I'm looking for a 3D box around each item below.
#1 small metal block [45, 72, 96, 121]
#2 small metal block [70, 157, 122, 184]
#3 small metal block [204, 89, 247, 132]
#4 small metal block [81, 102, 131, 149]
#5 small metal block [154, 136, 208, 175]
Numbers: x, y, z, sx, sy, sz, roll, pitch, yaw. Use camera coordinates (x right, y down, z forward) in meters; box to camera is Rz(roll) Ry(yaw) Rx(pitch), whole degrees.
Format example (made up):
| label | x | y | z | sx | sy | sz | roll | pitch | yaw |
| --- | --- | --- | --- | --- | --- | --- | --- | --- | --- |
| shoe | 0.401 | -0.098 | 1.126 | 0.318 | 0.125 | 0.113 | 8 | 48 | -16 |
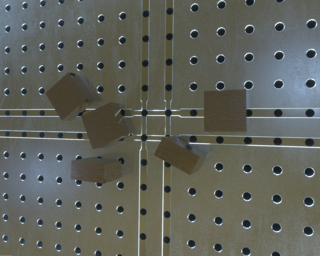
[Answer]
| label | x | y | z | sx | sy | sz | roll | pitch | yaw |
| --- | --- | --- | --- | --- | --- | --- | --- | --- | --- |
| small metal block | -0.132 | -0.046 | 0.458 | 0.050 | 0.025 | 0.050 | -37 | 79 | 16 |
| small metal block | -0.087 | 0.057 | 0.429 | 0.050 | 0.050 | 0.025 | 4 | 92 | 19 |
| small metal block | 0.082 | -0.021 | 0.383 | 0.050 | 0.025 | 0.050 | 0 | 90 | 19 |
| small metal block | -0.077 | -0.003 | 0.438 | 0.050 | 0.025 | 0.050 | -23 | 83 | 18 |
| small metal block | 0.028 | 0.033 | 0.389 | 0.050 | 0.050 | 0.025 | 28 | 99 | 17 |
